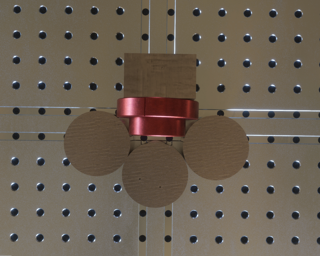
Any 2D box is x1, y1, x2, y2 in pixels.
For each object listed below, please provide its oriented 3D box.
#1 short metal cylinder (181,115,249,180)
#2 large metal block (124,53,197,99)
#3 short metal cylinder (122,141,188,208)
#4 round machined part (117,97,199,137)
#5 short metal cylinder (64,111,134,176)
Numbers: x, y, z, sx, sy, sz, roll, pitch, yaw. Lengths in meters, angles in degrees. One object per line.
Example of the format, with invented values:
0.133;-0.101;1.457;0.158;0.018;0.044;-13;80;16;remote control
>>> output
0.068;0.024;0.402;0.081;0.050;0.079;0;90;0;short metal cylinder
0.000;-0.058;0.385;0.081;0.080;0.050;1;90;0;large metal block
-0.006;0.057;0.401;0.081;0.050;0.079;0;90;0;short metal cylinder
-0.003;-0.011;0.375;0.099;0.098;0.042;2;90;0;round machined part
-0.076;0.019;0.400;0.081;0.050;0.079;0;90;0;short metal cylinder
